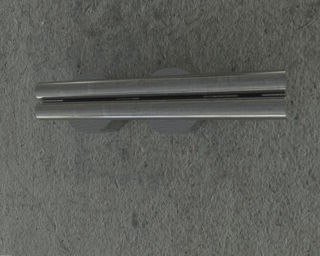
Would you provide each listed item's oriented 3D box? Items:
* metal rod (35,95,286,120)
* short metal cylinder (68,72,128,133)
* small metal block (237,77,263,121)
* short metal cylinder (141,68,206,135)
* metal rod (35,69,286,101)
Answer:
[{"bbox_3d":[-0.016,-0.022,0.362,0.301,0.025,0.025,0,90,19],"label":"metal rod"},{"bbox_3d":[-0.084,-0.033,0.426,0.080,0.050,0.080,0,90,20],"label":"short metal cylinder"},{"bbox_3d":[0.106,-0.033,0.361,0.025,0.050,0.050,-2,89,20],"label":"small metal block"},{"bbox_3d":[0.020,-0.032,0.390,0.080,0.050,0.080,0,90,20],"label":"short metal cylinder"},{"bbox_3d":[-0.016,-0.048,0.362,0.301,0.025,0.025,0,90,19],"label":"metal rod"}]
